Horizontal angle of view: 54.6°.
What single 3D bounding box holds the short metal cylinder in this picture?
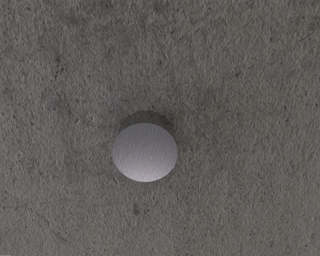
[{"bbox_3d":[-0.018,0.023,0.405,0.080,0.050,0.079,0,110,0],"label":"short metal cylinder"}]
